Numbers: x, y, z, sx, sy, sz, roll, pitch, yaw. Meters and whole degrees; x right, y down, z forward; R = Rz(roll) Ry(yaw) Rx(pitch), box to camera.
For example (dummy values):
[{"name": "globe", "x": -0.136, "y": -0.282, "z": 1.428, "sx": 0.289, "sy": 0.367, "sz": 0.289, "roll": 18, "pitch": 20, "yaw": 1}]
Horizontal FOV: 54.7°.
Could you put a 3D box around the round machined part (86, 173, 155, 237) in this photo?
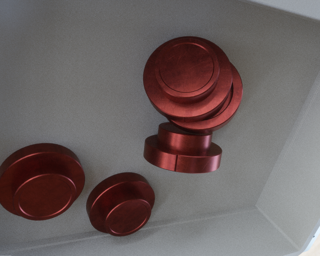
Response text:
[{"name": "round machined part", "x": -0.051, "y": 0.115, "z": 0.442, "sx": 0.099, "sy": 0.042, "sz": 0.097, "roll": -14, "pitch": 125, "yaw": -21}]

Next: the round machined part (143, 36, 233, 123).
[{"name": "round machined part", "x": 0.030, "y": -0.058, "z": 0.340, "sx": 0.098, "sy": 0.098, "sz": 0.042, "roll": -37, "pitch": 165, "yaw": -4}]

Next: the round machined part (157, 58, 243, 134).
[{"name": "round machined part", "x": 0.048, "y": -0.040, "z": 0.377, "sx": 0.098, "sy": 0.098, "sz": 0.042, "roll": -37, "pitch": 165, "yaw": -4}]

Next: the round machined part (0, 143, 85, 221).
[{"name": "round machined part", "x": -0.138, "y": 0.070, "z": 0.367, "sx": 0.099, "sy": 0.042, "sz": 0.097, "roll": -14, "pitch": 124, "yaw": -21}]

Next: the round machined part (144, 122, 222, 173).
[{"name": "round machined part", "x": 0.030, "y": 0.020, "z": 0.394, "sx": 0.099, "sy": 0.098, "sz": 0.042, "roll": 0, "pitch": 105, "yaw": -29}]
